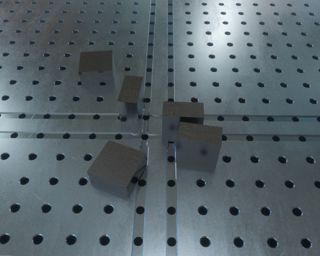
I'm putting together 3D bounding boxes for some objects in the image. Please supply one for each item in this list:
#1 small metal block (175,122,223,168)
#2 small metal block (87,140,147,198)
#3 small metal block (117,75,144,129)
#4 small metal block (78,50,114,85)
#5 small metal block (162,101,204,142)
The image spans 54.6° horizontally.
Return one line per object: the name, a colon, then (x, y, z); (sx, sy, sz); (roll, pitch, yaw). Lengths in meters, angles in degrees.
small metal block: (0.046, 0.021, 0.374); (0.050, 0.050, 0.025); (8, 51, 6)
small metal block: (-0.049, 0.048, 0.368); (0.050, 0.025, 0.050); (18, 52, 15)
small metal block: (-0.038, -0.035, 0.421); (0.025, 0.050, 0.050); (6, 50, 5)
small metal block: (-0.099, -0.096, 0.488); (0.050, 0.025, 0.050); (-4, 50, -4)
small metal block: (0.029, -0.007, 0.398); (0.050, 0.050, 0.025); (2, 50, 2)
